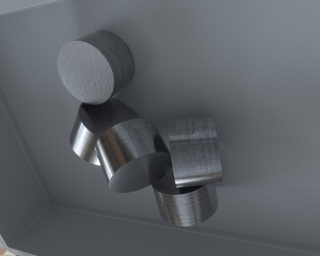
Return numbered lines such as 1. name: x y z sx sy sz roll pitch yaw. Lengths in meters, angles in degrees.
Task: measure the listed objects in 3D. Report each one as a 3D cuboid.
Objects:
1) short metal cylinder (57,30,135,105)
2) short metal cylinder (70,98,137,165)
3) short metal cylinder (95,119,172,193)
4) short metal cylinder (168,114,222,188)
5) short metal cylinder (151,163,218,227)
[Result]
1. short metal cylinder: -0.079 -0.076 0.387 0.080 0.050 0.079 13 124 21
2. short metal cylinder: -0.074 0.003 0.414 0.080 0.080 0.050 35 129 5
3. short metal cylinder: -0.031 0.034 0.369 0.050 0.081 0.079 61 137 32
4. short metal cylinder: 0.040 0.027 0.360 0.050 0.080 0.079 -8 117 5
5. short metal cylinder: 0.033 0.081 0.406 0.080 0.080 0.050 1 119 28
